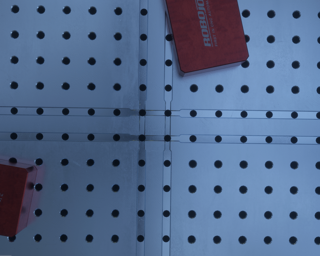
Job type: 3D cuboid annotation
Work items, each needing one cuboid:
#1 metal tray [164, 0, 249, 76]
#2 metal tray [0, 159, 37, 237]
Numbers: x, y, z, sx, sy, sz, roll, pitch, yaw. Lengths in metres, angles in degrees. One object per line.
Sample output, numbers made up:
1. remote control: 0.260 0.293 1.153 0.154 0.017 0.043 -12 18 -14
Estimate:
1. metal tray: 0.058 -0.142 0.412 0.091 0.030 0.129 -12 90 -1
2. metal tray: -0.240 0.084 0.408 0.131 0.030 0.089 11 90 -1
